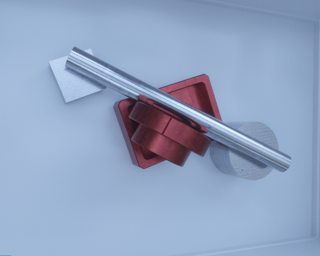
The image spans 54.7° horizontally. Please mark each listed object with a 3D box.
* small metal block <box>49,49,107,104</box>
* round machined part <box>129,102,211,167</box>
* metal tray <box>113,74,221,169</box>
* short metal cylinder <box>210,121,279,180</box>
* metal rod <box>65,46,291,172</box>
[{"bbox_3d":[-0.099,-0.062,0.373,0.050,0.025,0.050,-23,98,-19],"label":"small metal block"},{"bbox_3d":[0.006,0.011,0.360,0.098,0.098,0.042,29,88,-18],"label":"round machined part"},{"bbox_3d":[0.015,-0.011,0.412,0.131,0.030,0.090,-20,97,-19],"label":"metal tray"},{"bbox_3d":[0.119,0.031,0.441,0.081,0.050,0.079,0,90,-21],"label":"short metal cylinder"},{"bbox_3d":[0.032,-0.016,0.378,0.301,0.025,0.025,26,81,-12],"label":"metal rod"}]
